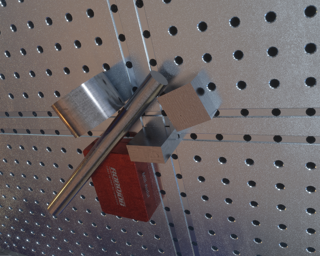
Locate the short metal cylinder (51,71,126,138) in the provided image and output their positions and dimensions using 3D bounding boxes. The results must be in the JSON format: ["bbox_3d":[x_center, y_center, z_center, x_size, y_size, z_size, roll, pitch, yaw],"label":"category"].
[{"bbox_3d":[-0.092,-0.030,0.404,0.080,0.080,0.050,-25,105,36],"label":"short metal cylinder"}]

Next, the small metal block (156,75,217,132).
[{"bbox_3d":[0.033,-0.029,0.375,0.050,0.025,0.050,-21,107,35],"label":"small metal block"}]

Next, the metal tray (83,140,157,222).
[{"bbox_3d":[-0.062,0.084,0.491,0.090,0.030,0.129,4,120,26],"label":"metal tray"}]

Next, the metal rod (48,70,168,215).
[{"bbox_3d":[-0.087,0.037,0.439,0.025,0.025,0.299,41,120,-1],"label":"metal rod"}]

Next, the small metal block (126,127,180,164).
[{"bbox_3d":[-0.008,0.021,0.411,0.050,0.050,0.025,1,119,27],"label":"small metal block"}]
